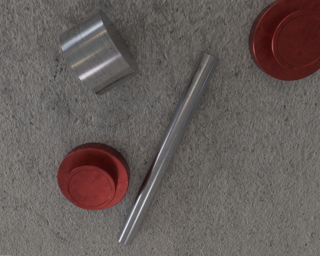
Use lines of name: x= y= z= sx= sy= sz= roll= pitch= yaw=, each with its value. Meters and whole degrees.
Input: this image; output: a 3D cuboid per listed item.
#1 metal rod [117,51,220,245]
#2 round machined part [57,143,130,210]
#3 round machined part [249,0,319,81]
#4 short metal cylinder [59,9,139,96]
metal rod: x=0.005 y=0.040 z=0.424 sx=0.025 sy=0.025 sz=0.298 roll=21 pitch=109 yaw=-8
round machined part: x=-0.092 y=0.073 z=0.427 sx=0.099 sy=0.042 sz=0.097 roll=0 pitch=110 yaw=0
round machined part: x=0.159 y=-0.103 z=0.364 sx=0.099 sy=0.042 sz=0.097 roll=0 pitch=110 yaw=0
short metal cylinder: x=-0.066 y=-0.084 z=0.349 sx=0.050 sy=0.080 sz=0.080 roll=-29 pitch=108 yaw=10
